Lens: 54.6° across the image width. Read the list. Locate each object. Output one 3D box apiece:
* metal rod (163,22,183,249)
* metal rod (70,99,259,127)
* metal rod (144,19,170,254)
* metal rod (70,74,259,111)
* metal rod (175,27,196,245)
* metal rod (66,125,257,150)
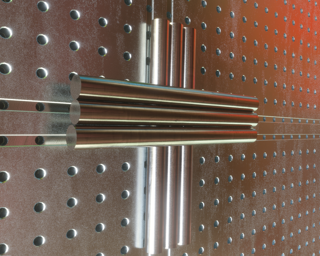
[{"bbox_3d":[0.015,0.009,0.421,0.025,0.025,0.298,2,89,-40],"label":"metal rod"},{"bbox_3d":[0.032,-0.015,0.402,0.302,0.025,0.025,1,90,-40],"label":"metal rod"},{"bbox_3d":[-0.004,0.010,0.405,0.025,0.025,0.298,2,89,-40],"label":"metal rod"},{"bbox_3d":[0.033,-0.040,0.403,0.302,0.025,0.025,1,90,-40],"label":"metal rod"},{"bbox_3d":[0.035,0.010,0.437,0.025,0.025,0.298,2,89,-40],"label":"metal rod"},{"bbox_3d":[0.029,0.010,0.400,0.302,0.025,0.025,1,90,-40],"label":"metal rod"}]
